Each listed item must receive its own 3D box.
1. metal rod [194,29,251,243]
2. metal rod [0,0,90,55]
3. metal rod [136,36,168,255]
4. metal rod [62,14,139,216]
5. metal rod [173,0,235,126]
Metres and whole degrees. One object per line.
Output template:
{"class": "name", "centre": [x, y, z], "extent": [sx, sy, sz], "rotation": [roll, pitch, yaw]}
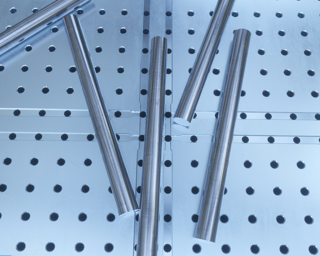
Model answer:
{"class": "metal rod", "centre": [0.088, -0.004, 0.414], "extent": [0.025, 0.025, 0.299], "rotation": [13, 70, 4]}
{"class": "metal rod", "centre": [-0.229, -0.126, 0.454], "extent": [0.301, 0.025, 0.025], "rotation": [-38, 75, -13]}
{"class": "metal rod", "centre": [-0.008, 0.012, 0.407], "extent": [0.025, 0.025, 0.299], "rotation": [3, 70, 1]}
{"class": "metal rod", "centre": [-0.086, -0.031, 0.421], "extent": [0.025, 0.025, 0.299], "rotation": [-18, 71, -7]}
{"class": "metal rod", "centre": [0.081, -0.140, 0.463], "extent": [0.025, 0.025, 0.300], "rotation": [19, 71, 6]}
